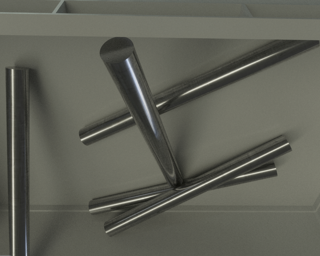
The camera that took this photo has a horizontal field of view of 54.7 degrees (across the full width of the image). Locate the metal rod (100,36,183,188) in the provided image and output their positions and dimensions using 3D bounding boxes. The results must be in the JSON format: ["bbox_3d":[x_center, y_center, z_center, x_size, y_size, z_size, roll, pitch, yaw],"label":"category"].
[{"bbox_3d":[-0.004,0.013,0.350,0.025,0.025,0.299,-9,151,7],"label":"metal rod"}]

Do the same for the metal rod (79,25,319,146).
[{"bbox_3d":[0.031,-0.042,0.373,0.300,0.025,0.025,-22,127,17],"label":"metal rod"}]

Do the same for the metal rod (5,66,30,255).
[{"bbox_3d":[-0.179,0.074,0.393,0.025,0.025,0.298,6,106,-5],"label":"metal rod"}]

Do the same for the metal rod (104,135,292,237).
[{"bbox_3d":[0.048,0.091,0.461,0.300,0.025,0.025,-28,125,12],"label":"metal rod"}]

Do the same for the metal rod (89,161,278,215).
[{"bbox_3d":[0.029,0.097,0.492,0.301,0.025,0.025,-15,129,11],"label":"metal rod"}]
